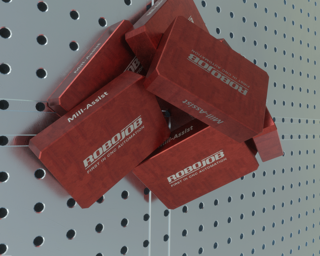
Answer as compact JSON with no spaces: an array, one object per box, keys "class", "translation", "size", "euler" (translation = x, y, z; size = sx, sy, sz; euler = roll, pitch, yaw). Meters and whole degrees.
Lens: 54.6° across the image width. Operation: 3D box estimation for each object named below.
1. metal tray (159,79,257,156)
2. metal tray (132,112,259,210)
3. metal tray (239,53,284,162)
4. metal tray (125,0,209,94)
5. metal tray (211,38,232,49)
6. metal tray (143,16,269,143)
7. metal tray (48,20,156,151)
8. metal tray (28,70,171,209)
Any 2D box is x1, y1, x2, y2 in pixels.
[{"class":"metal tray","translation":[0.068,-0.008,0.424],"size":[0.130,0.090,0.030],"euler":[51,60,-27]},{"class":"metal tray","translation":[0.043,0.041,0.383],"size":[0.090,0.130,0.030],"euler":[51,18,-29]},{"class":"metal tray","translation":[0.126,-0.028,0.428],"size":[0.090,0.030,0.130],"euler":[46,25,-53]},{"class":"metal tray","translation":[0.018,-0.114,0.395],"size":[0.090,0.030,0.130],"euler":[56,44,-27]},{"class":"metal tray","translation":[0.094,-0.063,0.454],"size":[0.131,0.030,0.090],"euler":[19,77,-59]},{"class":"metal tray","translation":[0.056,-0.052,0.337],"size":[0.131,0.030,0.090],"euler":[28,57,-16]},{"class":"metal tray","translation":[-0.052,-0.049,0.360],"size":[0.090,0.030,0.130],"euler":[46,62,-30]},{"class":"metal tray","translation":[-0.056,0.011,0.329],"size":[0.131,0.030,0.090],"euler":[-40,131,-20]}]
